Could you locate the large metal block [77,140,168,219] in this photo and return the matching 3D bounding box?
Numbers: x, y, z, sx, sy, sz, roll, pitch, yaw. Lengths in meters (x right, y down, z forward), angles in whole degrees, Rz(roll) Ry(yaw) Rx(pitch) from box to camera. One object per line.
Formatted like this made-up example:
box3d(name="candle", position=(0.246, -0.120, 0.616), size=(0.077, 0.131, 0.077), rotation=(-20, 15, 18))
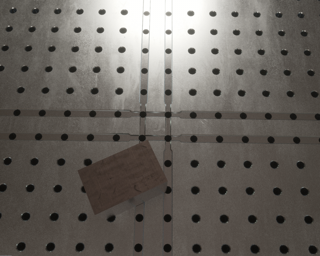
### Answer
box3d(name="large metal block", position=(-0.039, 0.063, 0.359), size=(0.080, 0.080, 0.050), rotation=(-24, 72, -9))
